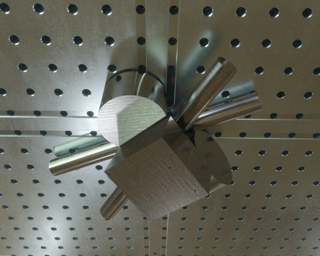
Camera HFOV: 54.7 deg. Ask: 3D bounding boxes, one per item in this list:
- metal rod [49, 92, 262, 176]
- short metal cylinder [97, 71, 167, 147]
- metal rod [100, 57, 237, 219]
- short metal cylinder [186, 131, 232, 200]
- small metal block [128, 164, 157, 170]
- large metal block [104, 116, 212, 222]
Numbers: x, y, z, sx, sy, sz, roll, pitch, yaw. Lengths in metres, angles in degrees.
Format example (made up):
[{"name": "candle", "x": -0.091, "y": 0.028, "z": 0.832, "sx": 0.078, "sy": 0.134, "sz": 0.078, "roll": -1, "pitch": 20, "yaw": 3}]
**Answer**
[{"name": "metal rod", "x": -0.017, "y": 0.013, "z": 0.418, "sx": 0.301, "sy": 0.025, "sz": 0.025, "roll": -18, "pitch": 128, "yaw": 14}, {"name": "short metal cylinder", "x": -0.032, "y": -0.021, "z": 0.373, "sx": 0.081, "sy": 0.050, "sz": 0.079, "roll": 0, "pitch": 130, "yaw": 0}, {"name": "metal rod", "x": -0.006, "y": 0.033, "z": 0.403, "sx": 0.025, "sy": 0.025, "sz": 0.298, "roll": 24, "pitch": 126, "yaw": -19}, {"name": "short metal cylinder", "x": 0.052, "y": 0.050, "z": 0.415, "sx": 0.050, "sy": 0.080, "sz": 0.080, "roll": -35, "pitch": 122, "yaw": 27}, {"name": "small metal block", "x": -0.030, "y": 0.054, "z": 0.453, "sx": 0.050, "sy": 0.025, "sz": 0.050, "roll": -22, "pitch": 127, "yaw": 17}, {"name": "large metal block", "x": 0.000, "y": 0.047, "z": 0.347, "sx": 0.080, "sy": 0.050, "sz": 0.080, "roll": -32, "pitch": 106, "yaw": 25}]
